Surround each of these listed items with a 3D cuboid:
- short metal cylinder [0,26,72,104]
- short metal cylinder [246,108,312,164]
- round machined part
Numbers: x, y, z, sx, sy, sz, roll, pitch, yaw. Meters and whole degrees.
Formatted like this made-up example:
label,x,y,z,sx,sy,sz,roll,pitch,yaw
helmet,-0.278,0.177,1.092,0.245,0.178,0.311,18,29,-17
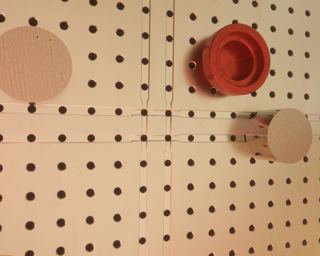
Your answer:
label,x,y,z,sx,sy,sz,roll,pitch,yaw
short metal cylinder,-0.142,-0.067,0.347,0.081,0.050,0.080,0,90,-20
short metal cylinder,0.178,0.011,0.465,0.081,0.050,0.080,0,90,-20
round machined part,0.103,-0.094,0.441,0.099,0.042,0.097,0,90,-20
